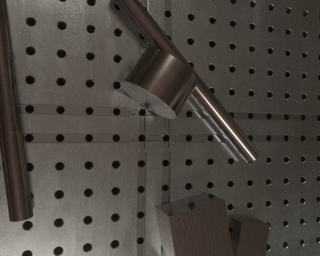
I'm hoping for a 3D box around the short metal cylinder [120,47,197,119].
[{"bbox_3d":[-0.001,-0.054,0.384,0.080,0.080,0.050,35,79,-17],"label":"short metal cylinder"}]

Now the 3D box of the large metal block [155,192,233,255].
[{"bbox_3d":[0.045,0.140,0.418,0.081,0.050,0.079,-10,94,-20],"label":"large metal block"}]

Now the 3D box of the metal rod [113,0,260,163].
[{"bbox_3d":[0.043,-0.066,0.429,0.025,0.025,0.300,-45,104,-15],"label":"metal rod"}]

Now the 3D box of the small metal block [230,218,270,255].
[{"bbox_3d":[0.132,0.164,0.464,0.050,0.025,0.050,11,86,-20],"label":"small metal block"}]

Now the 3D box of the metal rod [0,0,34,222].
[{"bbox_3d":[-0.174,-0.045,0.348,0.025,0.025,0.298,-7,93,-20],"label":"metal rod"}]
